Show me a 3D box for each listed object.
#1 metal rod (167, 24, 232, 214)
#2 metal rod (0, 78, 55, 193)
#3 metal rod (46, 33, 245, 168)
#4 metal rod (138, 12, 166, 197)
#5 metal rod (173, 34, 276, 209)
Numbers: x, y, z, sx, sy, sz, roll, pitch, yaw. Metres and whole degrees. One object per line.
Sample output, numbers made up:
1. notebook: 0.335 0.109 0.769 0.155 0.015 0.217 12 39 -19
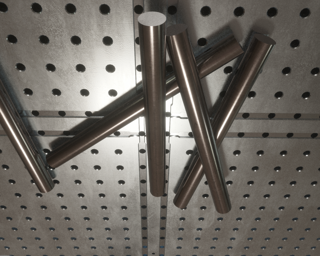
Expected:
1. metal rod: 0.056 0.014 0.390 0.025 0.025 0.299 -13 129 10
2. metal rod: -0.195 -0.020 0.391 0.025 0.025 0.298 -5 130 4
3. metal rod: -0.035 -0.023 0.391 0.300 0.025 0.025 -30 124 22
4. metal rod: -0.005 0.002 0.385 0.025 0.025 0.298 -1 139 0
5. metal rod: 0.073 0.014 0.424 0.025 0.025 0.298 12 129 -10
